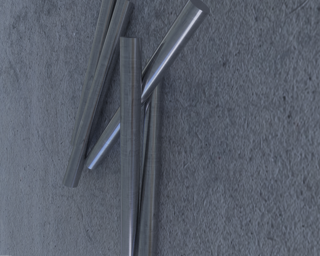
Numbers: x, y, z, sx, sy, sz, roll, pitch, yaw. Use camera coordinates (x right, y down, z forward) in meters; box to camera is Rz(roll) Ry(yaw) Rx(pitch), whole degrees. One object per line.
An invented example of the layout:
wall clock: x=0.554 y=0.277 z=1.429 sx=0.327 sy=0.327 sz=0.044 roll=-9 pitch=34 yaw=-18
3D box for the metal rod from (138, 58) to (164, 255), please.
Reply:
metal rod: x=-0.012 y=0.059 z=0.415 sx=0.025 sy=0.025 sz=0.298 roll=4 pitch=93 yaw=40

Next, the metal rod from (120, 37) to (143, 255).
metal rod: x=-0.038 y=0.040 z=0.393 sx=0.025 sy=0.025 sz=0.298 roll=19 pitch=115 yaw=38

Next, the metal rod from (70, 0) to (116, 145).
metal rod: x=-0.097 y=-0.111 z=0.485 sx=0.025 sy=0.025 sz=0.298 roll=26 pitch=106 yaw=37

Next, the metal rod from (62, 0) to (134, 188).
metal rod: x=-0.098 y=-0.045 z=0.477 sx=0.025 sy=0.025 sz=0.298 roll=29 pitch=105 yaw=36

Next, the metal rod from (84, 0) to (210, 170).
metal rod: x=-0.035 y=-0.034 z=0.403 sx=0.298 sy=0.025 sz=0.025 roll=-50 pitch=60 yaw=39
